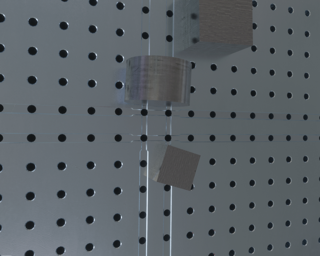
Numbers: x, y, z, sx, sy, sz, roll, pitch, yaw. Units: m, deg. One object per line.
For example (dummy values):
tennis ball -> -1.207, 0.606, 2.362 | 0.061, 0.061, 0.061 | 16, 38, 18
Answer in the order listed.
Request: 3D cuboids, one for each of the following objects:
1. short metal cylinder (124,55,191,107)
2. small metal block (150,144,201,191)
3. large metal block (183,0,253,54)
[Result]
short metal cylinder -> -0.002, -0.055, 0.382 | 0.081, 0.080, 0.050 | 4, 89, -20
small metal block -> 0.021, 0.053, 0.420 | 0.050, 0.025, 0.050 | 19, 84, -19
large metal block -> 0.079, -0.151, 0.428 | 0.081, 0.050, 0.079 | -1, 91, -20
